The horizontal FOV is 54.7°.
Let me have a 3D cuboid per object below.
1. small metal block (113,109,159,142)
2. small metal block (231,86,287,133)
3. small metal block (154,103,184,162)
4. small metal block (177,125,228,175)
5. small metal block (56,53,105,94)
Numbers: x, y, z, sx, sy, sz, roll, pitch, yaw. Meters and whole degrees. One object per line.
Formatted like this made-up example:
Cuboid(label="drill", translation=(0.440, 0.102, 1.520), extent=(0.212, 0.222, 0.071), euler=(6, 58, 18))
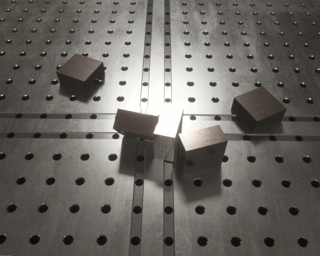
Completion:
Cuboid(label="small metal block", translation=(-0.026, -0.002, 0.389), extent=(0.050, 0.050, 0.025), euler=(11, 81, 9))
Cuboid(label="small metal block", translation=(0.137, -0.026, 0.432), extent=(0.050, 0.025, 0.050), euler=(-21, 54, -18))
Cuboid(label="small metal block", translation=(0.011, 0.006, 0.386), extent=(0.025, 0.050, 0.050), euler=(11, 51, 9))
Cuboid(label="small metal block", translation=(0.049, 0.026, 0.370), extent=(0.050, 0.050, 0.025), euler=(-13, 52, -11))
Cuboid(label="small metal block", translation=(-0.121, -0.085, 0.477), extent=(0.050, 0.025, 0.050), euler=(20, 53, 15))
